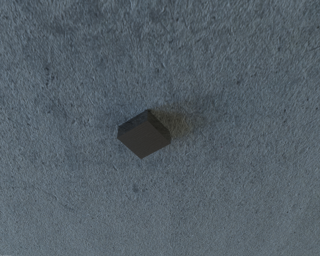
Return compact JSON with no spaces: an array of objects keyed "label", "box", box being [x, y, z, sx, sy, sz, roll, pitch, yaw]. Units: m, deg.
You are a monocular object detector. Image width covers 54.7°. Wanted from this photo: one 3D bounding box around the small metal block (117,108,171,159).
[{"label":"small metal block","box":[-0.021,0.009,0.416,0.050,0.025,0.050,-30,125,22]}]
